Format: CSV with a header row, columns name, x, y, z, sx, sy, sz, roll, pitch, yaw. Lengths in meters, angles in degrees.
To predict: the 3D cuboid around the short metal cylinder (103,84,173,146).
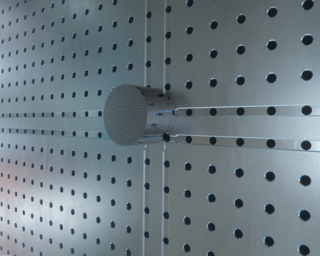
name,x,y,z,sx,sy,sz,roll,pitch,yaw
short metal cylinder,-0.030,-0.017,0.416,0.080,0.050,0.079,0,90,39
